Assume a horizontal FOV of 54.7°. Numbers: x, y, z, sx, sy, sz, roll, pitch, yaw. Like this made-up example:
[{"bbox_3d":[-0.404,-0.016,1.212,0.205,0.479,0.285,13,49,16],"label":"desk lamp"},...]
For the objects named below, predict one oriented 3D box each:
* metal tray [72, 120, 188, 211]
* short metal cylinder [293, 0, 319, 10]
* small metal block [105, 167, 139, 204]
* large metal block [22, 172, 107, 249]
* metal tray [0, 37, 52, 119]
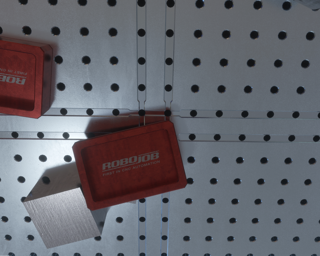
[{"bbox_3d":[-0.038,0.047,0.406,0.131,0.030,0.089,-13,93,-3],"label":"metal tray"},{"bbox_3d":[0.161,-0.173,0.323,0.050,0.080,0.079,22,109,-8],"label":"short metal cylinder"},{"bbox_3d":[-0.055,0.077,0.441,0.050,0.025,0.050,9,110,-4],"label":"small metal block"},{"bbox_3d":[-0.131,0.115,0.441,0.080,0.050,0.080,-16,110,5],"label":"large metal block"},{"bbox_3d":[-0.206,-0.067,0.383,0.131,0.030,0.089,9,110,-4],"label":"metal tray"}]
